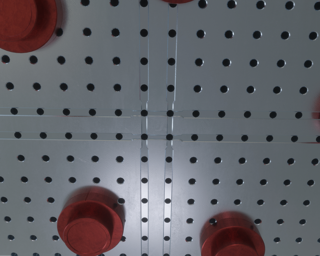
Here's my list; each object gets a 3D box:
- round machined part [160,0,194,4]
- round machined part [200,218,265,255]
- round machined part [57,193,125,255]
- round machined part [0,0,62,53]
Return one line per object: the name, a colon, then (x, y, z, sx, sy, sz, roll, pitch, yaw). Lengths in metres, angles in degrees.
round machined part: (0.020, -0.187, 0.335, 0.099, 0.042, 0.097, 0, 110, 0)
round machined part: (0.112, 0.192, 0.476, 0.099, 0.042, 0.097, 0, 110, 0)
round machined part: (-0.103, 0.149, 0.458, 0.099, 0.042, 0.097, 0, 110, 0)
round machined part: (-0.167, -0.135, 0.353, 0.099, 0.042, 0.097, 0, 110, 0)
